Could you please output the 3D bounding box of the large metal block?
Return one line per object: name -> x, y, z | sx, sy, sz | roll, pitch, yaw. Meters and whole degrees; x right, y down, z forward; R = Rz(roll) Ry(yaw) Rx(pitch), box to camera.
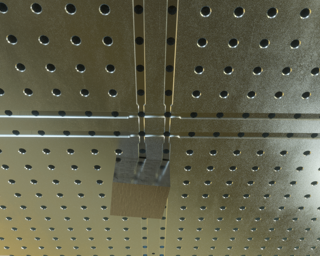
large metal block -> -0.031, 0.092, 0.474 | 0.081, 0.050, 0.079 | 6, 130, -6
